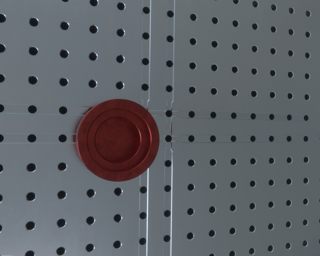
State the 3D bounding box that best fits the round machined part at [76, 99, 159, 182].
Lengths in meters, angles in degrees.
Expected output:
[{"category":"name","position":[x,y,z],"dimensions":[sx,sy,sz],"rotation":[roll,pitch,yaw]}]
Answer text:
[{"category":"round machined part","position":[-0.054,0.014,0.384],"dimensions":[0.099,0.042,0.097],"rotation":[0,90,-20]}]
